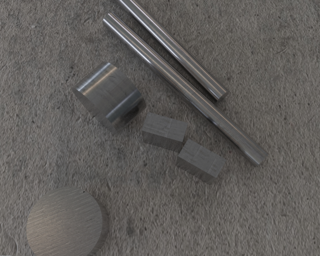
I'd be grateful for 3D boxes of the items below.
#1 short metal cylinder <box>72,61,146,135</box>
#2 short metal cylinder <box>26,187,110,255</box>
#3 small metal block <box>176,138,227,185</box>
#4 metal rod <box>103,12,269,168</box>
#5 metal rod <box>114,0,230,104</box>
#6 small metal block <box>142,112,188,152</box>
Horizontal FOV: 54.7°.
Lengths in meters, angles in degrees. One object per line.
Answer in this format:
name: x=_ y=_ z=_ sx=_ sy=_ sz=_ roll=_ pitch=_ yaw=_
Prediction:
short metal cylinder: x=-0.064 y=-0.037 z=0.392 sx=0.080 sy=0.080 sz=0.050 roll=41 pitch=75 yaw=13
short metal cylinder: x=-0.102 y=0.111 z=0.353 sx=0.081 sy=0.050 sz=0.080 roll=0 pitch=70 yaw=0
small metal block: x=0.049 y=0.043 z=0.379 sx=0.050 sy=0.050 sz=0.025 roll=30 pitch=73 yaw=10
metal rod: x=0.026 y=-0.061 z=0.430 sx=0.025 sy=0.025 sz=0.300 roll=-42 pitch=75 yaw=-14
metal rod: x=-0.011 y=-0.150 z=0.462 sx=0.025 sy=0.025 sz=0.300 roll=-38 pitch=75 yaw=-13
small metal block: x=0.006 y=0.007 z=0.392 sx=0.050 sy=0.050 sz=0.025 roll=16 pitch=71 yaw=5
